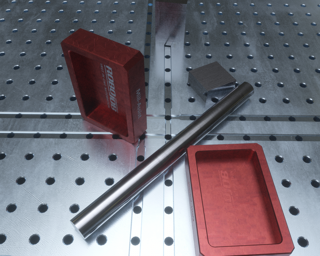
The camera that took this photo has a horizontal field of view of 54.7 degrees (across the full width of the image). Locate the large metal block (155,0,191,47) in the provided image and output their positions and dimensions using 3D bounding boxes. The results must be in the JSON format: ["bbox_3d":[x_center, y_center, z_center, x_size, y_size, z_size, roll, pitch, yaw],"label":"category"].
[{"bbox_3d":[0.024,-0.201,0.542,0.050,0.080,0.080,8,51,6],"label":"large metal block"}]

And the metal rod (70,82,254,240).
[{"bbox_3d":[0.022,0.024,0.387,0.025,0.025,0.302,38,59,27],"label":"metal rod"}]

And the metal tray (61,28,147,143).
[{"bbox_3d":[-0.063,-0.046,0.377,0.090,0.129,0.030,25,55,19],"label":"metal tray"}]

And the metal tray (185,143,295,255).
[{"bbox_3d":[0.079,0.078,0.339,0.091,0.030,0.130,-2,50,-2],"label":"metal tray"}]

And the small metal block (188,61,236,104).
[{"bbox_3d":[0.078,-0.070,0.467,0.050,0.025,0.050,-22,54,-18],"label":"small metal block"}]
